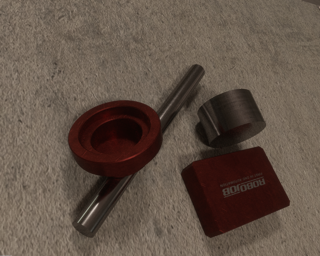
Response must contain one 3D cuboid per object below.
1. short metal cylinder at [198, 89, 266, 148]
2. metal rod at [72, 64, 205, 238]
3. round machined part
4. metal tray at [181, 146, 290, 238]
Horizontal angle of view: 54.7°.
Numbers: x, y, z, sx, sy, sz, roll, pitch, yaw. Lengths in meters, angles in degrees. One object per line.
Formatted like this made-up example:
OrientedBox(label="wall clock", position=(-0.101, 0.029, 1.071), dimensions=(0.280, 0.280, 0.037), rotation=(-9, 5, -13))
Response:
OrientedBox(label="short metal cylinder", position=(0.099, -0.011, 0.431), dimensions=(0.081, 0.080, 0.050), rotation=(-4, 64, -31))
OrientedBox(label="metal rod", position=(-0.008, 0.005, 0.398), dimensions=(0.025, 0.025, 0.301), rotation=(38, 51, -3))
OrientedBox(label="round machined part", position=(-0.046, 0.015, 0.341), dimensions=(0.099, 0.042, 0.098), rotation=(-4, 42, 4))
OrientedBox(label="metal tray", position=(0.102, 0.079, 0.409), dimensions=(0.131, 0.030, 0.090), rotation=(-8, 66, -32))
